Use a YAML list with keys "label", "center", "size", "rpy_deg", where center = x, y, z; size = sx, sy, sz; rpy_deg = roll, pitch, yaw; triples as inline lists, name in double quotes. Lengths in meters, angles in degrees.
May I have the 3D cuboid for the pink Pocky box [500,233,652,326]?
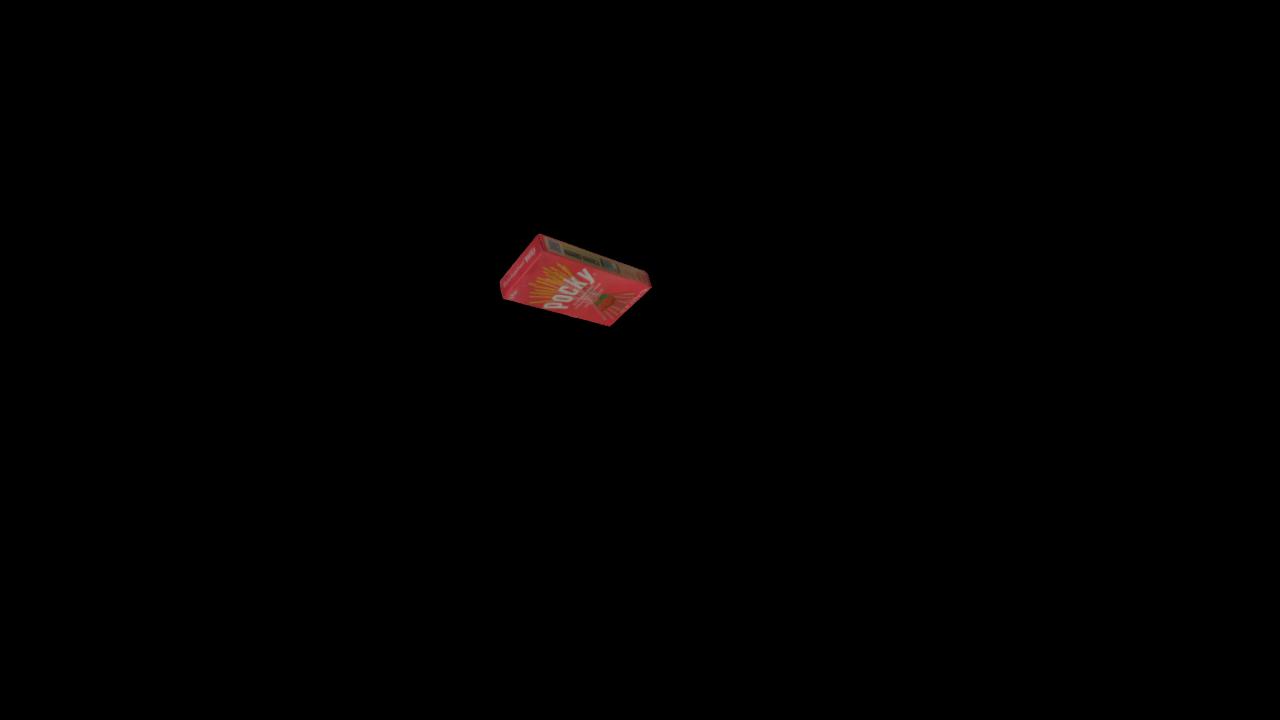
- label: "pink Pocky box"
  center: [-0.070, -0.085, 0.694]
  size: [0.155, 0.029, 0.084]
  rpy_deg: [13, -42, -41]
